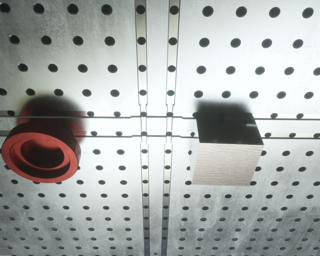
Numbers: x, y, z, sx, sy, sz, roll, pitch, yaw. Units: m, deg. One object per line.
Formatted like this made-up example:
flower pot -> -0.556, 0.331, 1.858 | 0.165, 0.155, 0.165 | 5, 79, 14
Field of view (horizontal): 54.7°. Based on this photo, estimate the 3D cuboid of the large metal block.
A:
large metal block -> 0.086, 0.034, 0.425 | 0.081, 0.050, 0.079 | 2, 130, -2

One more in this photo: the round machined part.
round machined part -> -0.157, 0.028, 0.423 | 0.099, 0.042, 0.097 | 0, 130, 0
